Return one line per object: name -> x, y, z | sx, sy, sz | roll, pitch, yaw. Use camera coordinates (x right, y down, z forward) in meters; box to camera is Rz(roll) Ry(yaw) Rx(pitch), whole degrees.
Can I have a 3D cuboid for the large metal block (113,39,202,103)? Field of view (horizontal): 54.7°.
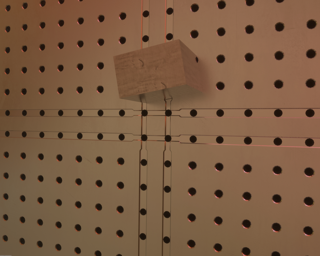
large metal block -> 0.001, -0.065, 0.382 | 0.080, 0.080, 0.050 | -10, 87, 19
